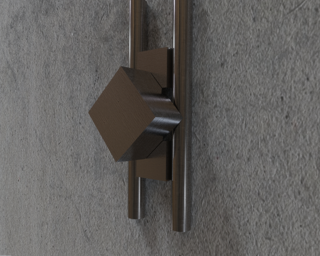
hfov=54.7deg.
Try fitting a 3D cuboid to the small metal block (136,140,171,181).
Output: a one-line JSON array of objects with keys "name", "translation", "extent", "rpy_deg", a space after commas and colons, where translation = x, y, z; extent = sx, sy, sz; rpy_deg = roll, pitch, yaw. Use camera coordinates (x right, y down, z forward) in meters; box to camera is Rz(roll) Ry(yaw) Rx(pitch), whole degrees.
[{"name": "small metal block", "translation": [-0.004, 0.040, 0.406], "extent": [0.050, 0.025, 0.050], "rpy_deg": [1, 91, 39]}]

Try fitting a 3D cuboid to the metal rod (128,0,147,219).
[{"name": "metal rod", "translation": [-0.031, -0.025, 0.431], "extent": [0.025, 0.025, 0.298], "rpy_deg": [1, 91, 39]}]

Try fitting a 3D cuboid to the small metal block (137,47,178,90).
[{"name": "small metal block", "translation": [-0.003, -0.075, 0.405], "extent": [0.050, 0.025, 0.050], "rpy_deg": [1, 91, 39]}]

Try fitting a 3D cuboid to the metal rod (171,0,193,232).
[{"name": "metal rod", "translation": [0.027, -0.024, 0.383], "extent": [0.025, 0.025, 0.298], "rpy_deg": [1, 91, 39]}]

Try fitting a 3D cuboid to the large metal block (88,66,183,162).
[{"name": "large metal block", "translation": [-0.032, -0.016, 0.380], "extent": [0.080, 0.050, 0.080], "rpy_deg": [-48, 62, 29]}]
